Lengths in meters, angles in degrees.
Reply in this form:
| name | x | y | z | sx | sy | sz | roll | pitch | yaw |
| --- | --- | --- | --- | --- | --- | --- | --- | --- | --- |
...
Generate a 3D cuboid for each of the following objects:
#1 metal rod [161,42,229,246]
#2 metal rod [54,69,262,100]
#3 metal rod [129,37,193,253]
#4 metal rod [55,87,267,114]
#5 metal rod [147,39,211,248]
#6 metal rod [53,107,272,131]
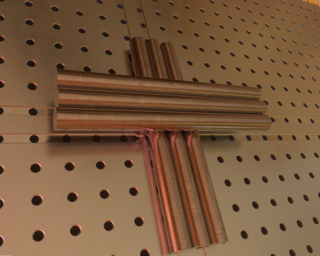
| name | x | y | z | sx | sy | sz | roll | pitch | yaw |
| --- | --- | --- | --- | --- | --- | --- | --- | --- | --- |
| metal rod | 0.039 | 0.003 | 0.426 | 0.025 | 0.025 | 0.299 | 2 | 61 | -27 |
| metal rod | 0.017 | -0.053 | 0.417 | 0.302 | 0.025 | 0.025 | 0 | 62 | -28 |
| metal rod | -0.005 | 0.003 | 0.403 | 0.025 | 0.025 | 0.299 | 2 | 61 | -27 |
| metal rod | 0.022 | -0.031 | 0.406 | 0.302 | 0.025 | 0.025 | 0 | 62 | -28 |
| metal rod | 0.016 | 0.002 | 0.415 | 0.025 | 0.025 | 0.299 | 2 | 61 | -27 |
| metal rod | 0.024 | -0.009 | 0.394 | 0.302 | 0.025 | 0.025 | 0 | 62 | -28 |
